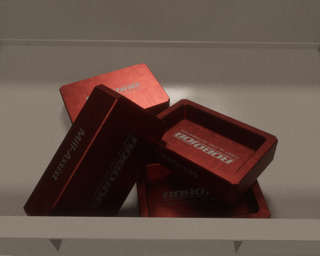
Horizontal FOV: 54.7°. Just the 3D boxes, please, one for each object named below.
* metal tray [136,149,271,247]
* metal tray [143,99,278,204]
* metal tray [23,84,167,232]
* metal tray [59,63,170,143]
[{"bbox_3d":[0.041,0.073,0.340,0.131,0.030,0.090,-6,50,-6],"label":"metal tray"},{"bbox_3d":[0.050,0.018,0.346,0.130,0.030,0.091,27,45,33],"label":"metal tray"},{"bbox_3d":[-0.054,0.034,0.294,0.030,0.090,0.130,30,90,33],"label":"metal tray"},{"bbox_3d":[-0.063,-0.038,0.433,0.131,0.030,0.090,-20,53,-16],"label":"metal tray"}]
